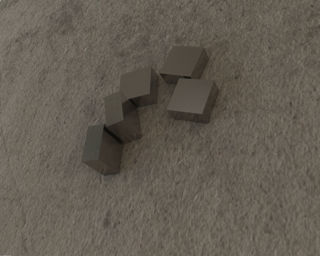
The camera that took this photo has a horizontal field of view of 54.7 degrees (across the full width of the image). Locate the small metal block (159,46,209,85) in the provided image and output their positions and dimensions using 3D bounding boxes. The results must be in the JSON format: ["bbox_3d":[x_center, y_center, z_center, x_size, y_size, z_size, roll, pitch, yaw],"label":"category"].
[{"bbox_3d":[0.035,-0.088,0.438,0.050,0.025,0.050,13,68,33],"label":"small metal block"}]

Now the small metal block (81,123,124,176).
[{"bbox_3d":[-0.074,0.029,0.407,0.025,0.050,0.050,-10,58,23],"label":"small metal block"}]

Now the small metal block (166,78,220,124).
[{"bbox_3d":[0.043,-0.036,0.402,0.050,0.025,0.050,9,66,31],"label":"small metal block"}]

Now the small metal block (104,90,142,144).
[{"bbox_3d":[-0.050,-0.014,0.421,0.025,0.050,0.050,-22,54,15],"label":"small metal block"}]

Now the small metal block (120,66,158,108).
[{"bbox_3d":[-0.031,-0.058,0.454,0.050,0.025,0.050,-11,57,21],"label":"small metal block"}]
